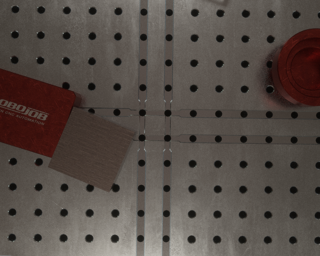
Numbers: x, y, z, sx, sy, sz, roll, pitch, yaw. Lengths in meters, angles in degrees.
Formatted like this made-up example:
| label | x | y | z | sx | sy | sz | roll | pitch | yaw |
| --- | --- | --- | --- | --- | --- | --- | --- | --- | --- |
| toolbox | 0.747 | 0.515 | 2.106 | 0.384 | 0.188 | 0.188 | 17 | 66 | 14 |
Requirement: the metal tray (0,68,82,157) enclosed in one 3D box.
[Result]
| label | x | y | z | sx | sy | sz | roll | pitch | yaw |
| --- | --- | --- | --- | --- | --- | --- | --- | --- | --- |
| metal tray | -0.182 | -0.022 | 0.408 | 0.131 | 0.030 | 0.090 | 18 | 90 | -1 |

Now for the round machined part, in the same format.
| label | x | y | z | sx | sy | sz | roll | pitch | yaw |
| --- | --- | --- | --- | --- | --- | --- | --- | --- | --- |
| round machined part | 0.196 | -0.076 | 0.407 | 0.099 | 0.042 | 0.097 | 0 | 90 | -1 |

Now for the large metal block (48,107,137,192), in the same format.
| label | x | y | z | sx | sy | sz | roll | pitch | yaw |
| --- | --- | --- | --- | --- | --- | --- | --- | --- | --- |
| large metal block | -0.083 | 0.026 | 0.400 | 0.080 | 0.050 | 0.080 | 23 | 90 | -1 |
